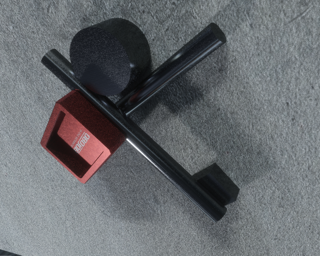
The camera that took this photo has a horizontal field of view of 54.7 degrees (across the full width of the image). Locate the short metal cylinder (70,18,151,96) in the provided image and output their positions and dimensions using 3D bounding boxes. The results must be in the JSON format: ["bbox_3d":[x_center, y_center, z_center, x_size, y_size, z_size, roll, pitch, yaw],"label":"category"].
[{"bbox_3d":[-0.058,-0.085,0.368,0.080,0.050,0.079,13,124,20],"label":"short metal cylinder"}]

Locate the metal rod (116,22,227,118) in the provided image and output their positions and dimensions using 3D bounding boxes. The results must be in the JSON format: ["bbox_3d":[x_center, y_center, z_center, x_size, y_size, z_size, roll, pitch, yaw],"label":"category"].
[{"bbox_3d":[-0.039,-0.033,0.407,0.299,0.025,0.025,-33,100,38],"label":"metal rod"}]

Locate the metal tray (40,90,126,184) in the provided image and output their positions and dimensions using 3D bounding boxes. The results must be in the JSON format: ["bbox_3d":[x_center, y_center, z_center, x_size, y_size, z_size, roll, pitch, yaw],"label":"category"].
[{"bbox_3d":[-0.110,0.018,0.422,0.090,0.030,0.129,43,141,-2],"label":"metal tray"}]

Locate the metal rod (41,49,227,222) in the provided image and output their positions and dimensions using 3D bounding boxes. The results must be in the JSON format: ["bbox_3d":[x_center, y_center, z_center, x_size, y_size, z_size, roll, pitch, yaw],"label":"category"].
[{"bbox_3d":[-0.031,0.011,0.398,0.300,0.025,0.025,43,129,-2],"label":"metal rod"}]

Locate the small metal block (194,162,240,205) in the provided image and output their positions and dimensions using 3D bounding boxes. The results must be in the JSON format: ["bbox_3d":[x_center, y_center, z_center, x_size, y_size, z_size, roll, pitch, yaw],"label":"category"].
[{"bbox_3d":[0.070,0.082,0.420,0.050,0.025,0.050,47,129,-6],"label":"small metal block"}]
